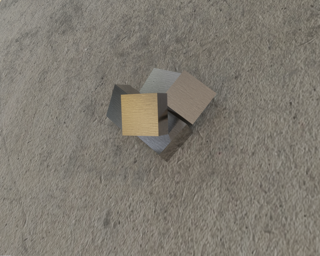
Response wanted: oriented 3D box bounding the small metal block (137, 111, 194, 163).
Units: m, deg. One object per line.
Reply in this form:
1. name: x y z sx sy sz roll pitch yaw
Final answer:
1. small metal block: 0.005 0.008 0.397 0.050 0.025 0.050 -48 52 -6

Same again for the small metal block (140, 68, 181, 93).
1. small metal block: 0.004 -0.053 0.435 0.050 0.025 0.050 19 71 35

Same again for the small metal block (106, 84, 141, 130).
1. small metal block: -0.045 -0.027 0.429 0.050 0.025 0.050 38 119 37

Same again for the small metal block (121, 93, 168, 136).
1. small metal block: -0.019 -0.016 0.377 0.050 0.025 0.050 0 94 28

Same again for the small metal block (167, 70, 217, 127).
1. small metal block: 0.035 -0.037 0.394 0.050 0.025 0.050 37 81 4
